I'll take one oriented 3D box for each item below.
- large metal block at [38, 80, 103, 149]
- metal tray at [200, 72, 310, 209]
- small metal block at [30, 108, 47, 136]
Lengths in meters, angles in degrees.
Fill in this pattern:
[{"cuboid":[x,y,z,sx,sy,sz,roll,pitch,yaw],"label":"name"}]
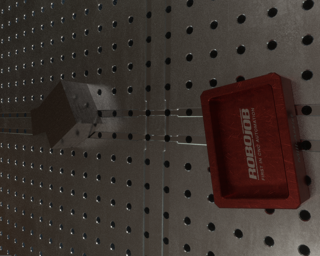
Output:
[{"cuboid":[-0.151,-0.021,0.514,0.080,0.050,0.080,-38,67,33],"label":"large metal block"},{"cuboid":[0.096,0.016,0.325,0.090,0.030,0.129,-11,83,39],"label":"metal tray"},{"cuboid":[-0.218,-0.014,0.586,0.050,0.025,0.050,-13,82,39],"label":"small metal block"}]
